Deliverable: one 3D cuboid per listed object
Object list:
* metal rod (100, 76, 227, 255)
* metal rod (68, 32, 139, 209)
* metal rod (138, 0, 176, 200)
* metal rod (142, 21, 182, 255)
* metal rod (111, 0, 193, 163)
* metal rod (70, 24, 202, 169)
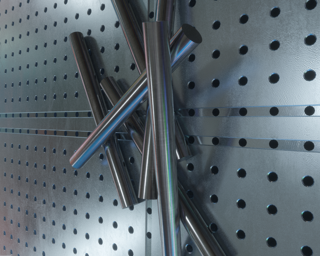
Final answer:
[{"bbox_3d":[-0.006,0.044,0.415,0.025,0.025,0.299,-48,62,29],"label":"metal rod"},{"bbox_3d":[-0.093,-0.022,0.487,0.025,0.025,0.299,-33,70,35],"label":"metal rod"},{"bbox_3d":[-0.001,-0.064,0.385,0.025,0.025,0.299,0,83,40],"label":"metal rod"},{"bbox_3d":[0.006,0.039,0.343,0.025,0.025,0.298,13,117,39],"label":"metal rod"},{"bbox_3d":[-0.023,-0.095,0.429,0.025,0.025,0.299,-33,69,35],"label":"metal rod"},{"bbox_3d":[-0.051,-0.019,0.401,0.299,0.025,0.025,-41,65,42],"label":"metal rod"}]
